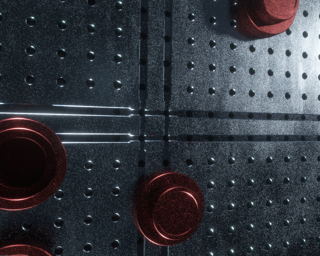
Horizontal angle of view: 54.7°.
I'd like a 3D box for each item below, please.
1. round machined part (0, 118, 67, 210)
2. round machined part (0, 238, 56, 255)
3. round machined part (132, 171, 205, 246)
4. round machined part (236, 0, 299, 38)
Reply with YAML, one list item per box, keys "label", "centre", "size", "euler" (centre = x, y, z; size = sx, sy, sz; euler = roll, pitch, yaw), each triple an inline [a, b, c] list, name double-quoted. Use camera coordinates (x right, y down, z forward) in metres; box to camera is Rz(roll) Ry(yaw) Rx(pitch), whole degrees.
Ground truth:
- label: "round machined part"
  centre: [-0.156, 0.038, 0.346]
  size: [0.099, 0.042, 0.097]
  euler: [0, 90, -21]
- label: "round machined part"
  centre: [-0.161, 0.171, 0.345]
  size: [0.099, 0.042, 0.097]
  euler: [0, 90, -21]
- label: "round machined part"
  centre: [0.016, 0.108, 0.411]
  size: [0.099, 0.042, 0.097]
  euler: [0, 90, -21]
- label: "round machined part"
  centre: [0.169, -0.191, 0.467]
  size: [0.099, 0.042, 0.097]
  euler: [0, 90, -21]
